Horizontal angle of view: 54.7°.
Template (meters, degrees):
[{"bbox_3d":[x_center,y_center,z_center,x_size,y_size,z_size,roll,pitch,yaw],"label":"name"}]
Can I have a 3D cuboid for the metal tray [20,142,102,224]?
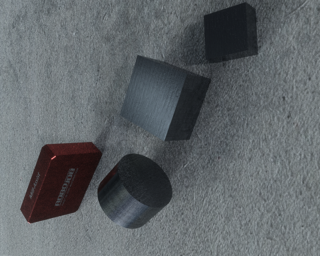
[{"bbox_3d":[-0.156,0.085,0.490,0.030,0.091,0.129,40,114,32],"label":"metal tray"}]

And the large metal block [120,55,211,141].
[{"bbox_3d":[0.005,-0.037,0.385,0.080,0.050,0.079,29,108,36],"label":"large metal block"}]

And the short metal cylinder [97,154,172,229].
[{"bbox_3d":[-0.032,0.079,0.395,0.050,0.081,0.080,-48,62,29],"label":"short metal cylinder"}]

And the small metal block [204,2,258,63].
[{"bbox_3d":[0.078,-0.103,0.341,0.050,0.025,0.050,-4,88,40],"label":"small metal block"}]
